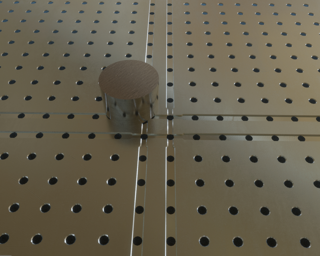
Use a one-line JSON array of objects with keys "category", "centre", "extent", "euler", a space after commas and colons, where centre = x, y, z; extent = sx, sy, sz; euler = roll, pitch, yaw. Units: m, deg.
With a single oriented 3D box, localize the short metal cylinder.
[{"category": "short metal cylinder", "centre": [-0.042, -0.050, 0.433], "extent": [0.081, 0.050, 0.080], "euler": [0, 50, 0]}]
